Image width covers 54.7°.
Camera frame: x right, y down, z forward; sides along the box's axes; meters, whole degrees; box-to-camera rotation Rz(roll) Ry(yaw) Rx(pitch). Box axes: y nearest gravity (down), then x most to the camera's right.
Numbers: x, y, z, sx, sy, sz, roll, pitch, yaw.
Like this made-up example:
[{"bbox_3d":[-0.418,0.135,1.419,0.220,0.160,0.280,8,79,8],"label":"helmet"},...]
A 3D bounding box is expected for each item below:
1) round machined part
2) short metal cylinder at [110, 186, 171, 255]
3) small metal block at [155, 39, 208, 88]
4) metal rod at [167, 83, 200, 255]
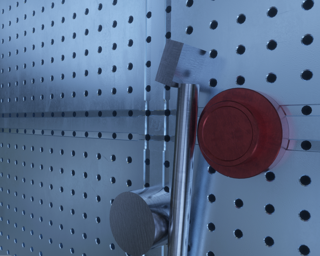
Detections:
[{"bbox_3d":[0.080,0.006,0.331,0.098,0.042,0.097,0,90,39],"label":"round machined part"},{"bbox_3d":[-0.020,0.120,0.408,0.080,0.050,0.079,0,90,39],"label":"short metal cylinder"},{"bbox_3d":[0.026,-0.074,0.370,0.025,0.050,0.050,27,107,36],"label":"small metal block"},{"bbox_3d":[0.024,0.097,0.374,0.025,0.025,0.298,10,100,39],"label":"metal rod"}]
